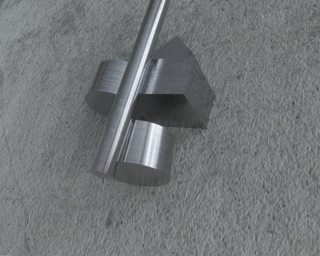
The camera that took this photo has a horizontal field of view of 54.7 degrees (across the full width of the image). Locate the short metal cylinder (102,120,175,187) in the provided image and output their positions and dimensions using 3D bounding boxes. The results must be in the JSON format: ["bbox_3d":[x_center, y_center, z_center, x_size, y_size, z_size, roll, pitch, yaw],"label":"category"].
[{"bbox_3d":[-0.025,0.032,0.362,0.080,0.080,0.050,-5,60,26],"label":"short metal cylinder"}]

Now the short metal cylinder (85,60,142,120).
[{"bbox_3d":[-0.057,-0.049,0.429,0.080,0.080,0.050,1,63,29],"label":"short metal cylinder"}]

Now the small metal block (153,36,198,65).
[{"bbox_3d":[0.020,-0.100,0.455,0.050,0.025,0.050,-35,51,4],"label":"small metal block"}]

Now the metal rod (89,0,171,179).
[{"bbox_3d":[-0.021,-0.086,0.364,0.025,0.025,0.300,1,62,29],"label":"metal rod"}]

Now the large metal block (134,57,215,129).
[{"bbox_3d":[0.014,-0.041,0.387,0.080,0.080,0.050,4,64,30],"label":"large metal block"}]
